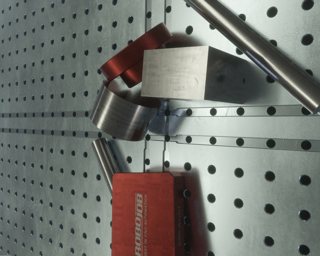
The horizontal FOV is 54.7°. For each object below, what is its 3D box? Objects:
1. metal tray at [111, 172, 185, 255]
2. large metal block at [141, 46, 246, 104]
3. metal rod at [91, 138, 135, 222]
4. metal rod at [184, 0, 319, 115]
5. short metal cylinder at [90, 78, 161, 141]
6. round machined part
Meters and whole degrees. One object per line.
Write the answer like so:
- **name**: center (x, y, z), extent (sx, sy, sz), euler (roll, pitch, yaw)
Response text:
- **metal tray**: center (-0.016, 0.122, 0.397), extent (0.090, 0.030, 0.129), euler (-5, 81, 27)
- **large metal block**: center (0.037, -0.055, 0.341), extent (0.080, 0.081, 0.050), euler (8, 95, 39)
- **metal rod**: center (-0.033, 0.148, 0.434), extent (0.025, 0.025, 0.299), euler (-40, 66, 32)
- **metal rod**: center (0.068, -0.127, 0.352), extent (0.300, 0.025, 0.025), euler (52, 120, 27)
- **short metal cylinder**: center (-0.045, -0.025, 0.409), extent (0.080, 0.081, 0.050), euler (40, 115, 32)
- **round machined part**: center (-0.024, -0.086, 0.391), extent (0.098, 0.098, 0.042), euler (-26, 106, 36)
